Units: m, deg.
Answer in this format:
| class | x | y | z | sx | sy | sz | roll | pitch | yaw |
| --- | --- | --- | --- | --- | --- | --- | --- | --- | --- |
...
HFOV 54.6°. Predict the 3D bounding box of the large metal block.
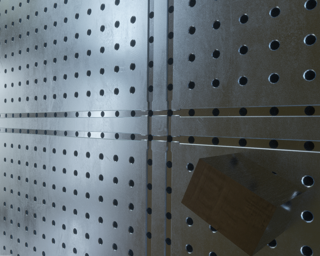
| class | x | y | z | sx | sy | sz | roll | pitch | yaw |
| --- | --- | --- | --- | --- | --- | --- | --- | --- | --- |
| large metal block | 0.083 | 0.068 | 0.306 | 0.080 | 0.081 | 0.050 | 32 | 110 | 35 |
